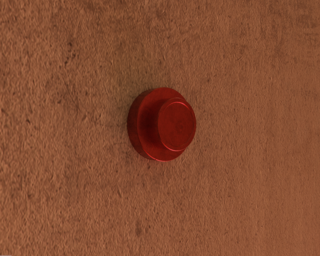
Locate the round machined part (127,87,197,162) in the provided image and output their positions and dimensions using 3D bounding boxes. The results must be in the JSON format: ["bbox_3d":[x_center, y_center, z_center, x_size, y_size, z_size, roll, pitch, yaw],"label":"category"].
[{"bbox_3d":[0.009,-0.005,0.404,0.099,0.042,0.097,0,90,-40],"label":"round machined part"}]
